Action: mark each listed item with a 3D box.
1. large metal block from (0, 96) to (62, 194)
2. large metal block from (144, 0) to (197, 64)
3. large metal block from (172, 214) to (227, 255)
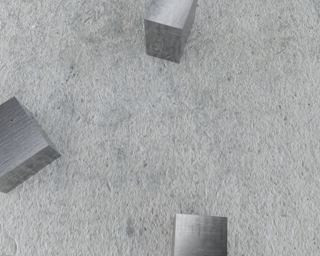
[{"bbox_3d":[-0.186,0.022,0.385,0.080,0.050,0.080,-36,74,-12],"label":"large metal block"},{"bbox_3d":[0.017,-0.151,0.434,0.050,0.080,0.080,17,71,6],"label":"large metal block"},{"bbox_3d":[0.038,0.137,0.329,0.050,0.080,0.080,4,70,1],"label":"large metal block"}]
